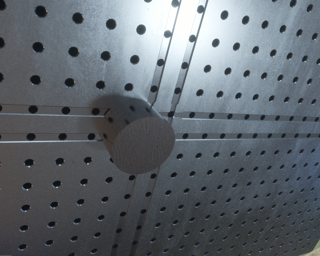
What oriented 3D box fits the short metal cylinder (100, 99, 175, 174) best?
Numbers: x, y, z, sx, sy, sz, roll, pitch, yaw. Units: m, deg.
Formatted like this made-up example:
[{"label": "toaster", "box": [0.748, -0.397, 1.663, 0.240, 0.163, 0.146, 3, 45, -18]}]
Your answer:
[{"label": "short metal cylinder", "box": [-0.028, 0.010, 0.385, 0.081, 0.050, 0.080, -14, 124, -20]}]
